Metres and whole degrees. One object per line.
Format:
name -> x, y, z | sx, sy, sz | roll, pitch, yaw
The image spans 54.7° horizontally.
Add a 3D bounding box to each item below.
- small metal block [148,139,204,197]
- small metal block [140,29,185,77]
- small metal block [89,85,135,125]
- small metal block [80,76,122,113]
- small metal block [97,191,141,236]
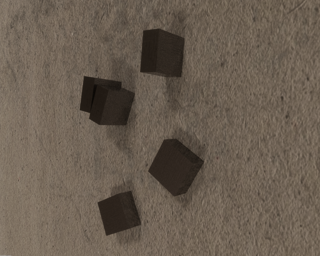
small metal block -> 0.019, 0.048, 0.387 | 0.050, 0.025, 0.050 | 40, 114, 32
small metal block -> 0.004, -0.091, 0.384 | 0.025, 0.050, 0.050 | 8, 95, 39
small metal block -> -0.068, -0.032, 0.443 | 0.025, 0.050, 0.050 | 27, 107, 36
small metal block -> -0.087, -0.048, 0.458 | 0.025, 0.050, 0.050 | 15, 100, 39
small metal block -> -0.060, 0.125, 0.452 | 0.050, 0.025, 0.050 | -29, 72, 36
